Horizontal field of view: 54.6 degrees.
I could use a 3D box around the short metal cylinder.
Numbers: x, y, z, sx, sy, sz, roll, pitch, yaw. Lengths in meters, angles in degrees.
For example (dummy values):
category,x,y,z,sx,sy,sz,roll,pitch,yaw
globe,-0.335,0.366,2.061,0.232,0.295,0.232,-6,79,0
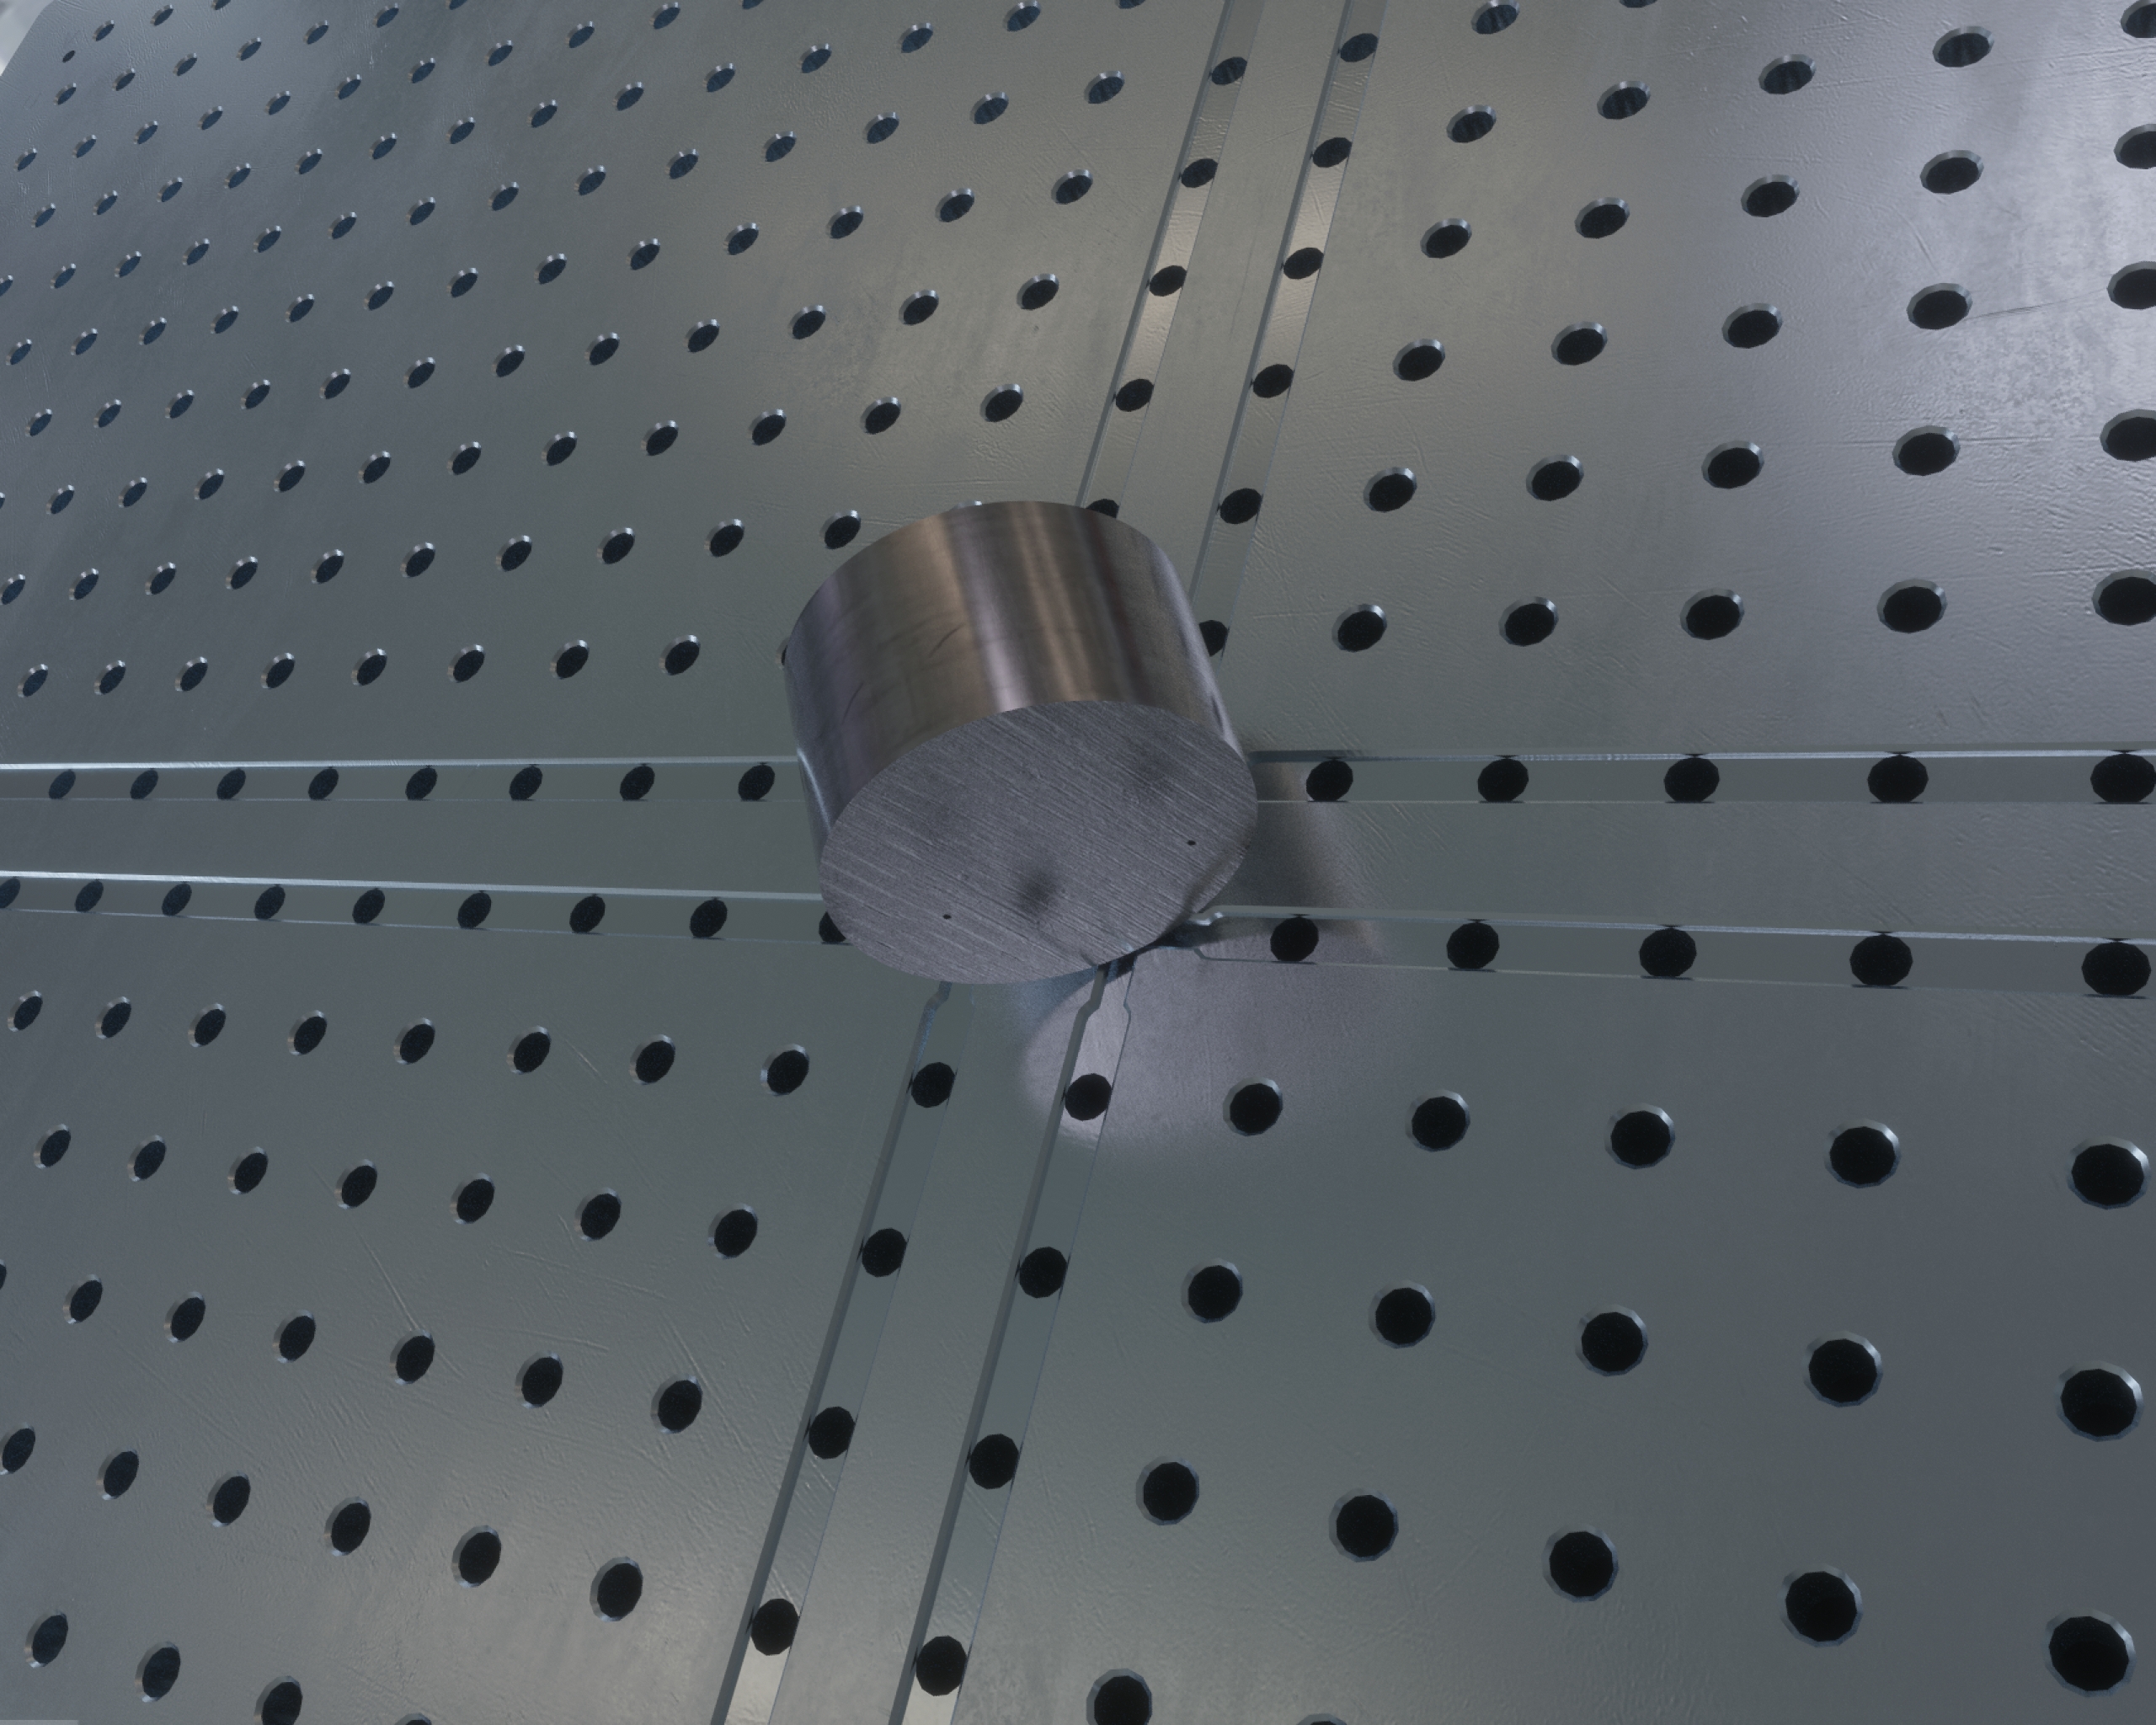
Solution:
category,x,y,z,sx,sy,sz,roll,pitch,yaw
short metal cylinder,-0.012,-0.021,0.392,0.080,0.080,0.050,-25,52,13
